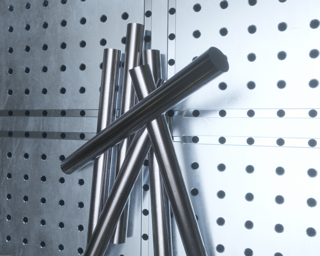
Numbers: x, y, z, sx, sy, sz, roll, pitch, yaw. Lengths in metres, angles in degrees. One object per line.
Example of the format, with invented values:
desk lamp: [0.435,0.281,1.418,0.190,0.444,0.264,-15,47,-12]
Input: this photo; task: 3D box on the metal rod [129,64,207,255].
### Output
metal rod: [0.019,0.072,0.373,0.025,0.025,0.299,-15,98,19]

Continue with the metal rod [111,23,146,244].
metal rod: [-0.046,0.009,0.429,0.025,0.025,0.298,6,92,20]

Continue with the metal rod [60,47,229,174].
metal rod: [-0.043,0.000,0.362,0.299,0.025,0.025,-32,79,43]

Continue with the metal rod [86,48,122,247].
metal rod: [-0.080,0.039,0.441,0.025,0.025,0.298,6,92,20]

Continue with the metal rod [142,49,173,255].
metal rod: [-0.003,0.047,0.413,0.025,0.025,0.298,-4,89,20]

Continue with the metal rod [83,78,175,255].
metal rod: [-0.049,0.079,0.402,0.025,0.025,0.299,26,98,18]
